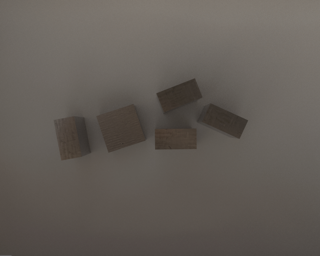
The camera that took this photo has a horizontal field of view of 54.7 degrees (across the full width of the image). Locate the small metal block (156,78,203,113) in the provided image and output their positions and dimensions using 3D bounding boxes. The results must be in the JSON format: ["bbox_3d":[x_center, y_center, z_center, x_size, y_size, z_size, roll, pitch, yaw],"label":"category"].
[{"bbox_3d":[0.023,-0.040,0.399,0.050,0.050,0.025,-22,90,0],"label":"small metal block"}]

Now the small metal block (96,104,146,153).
[{"bbox_3d":[-0.050,0.000,0.411,0.050,0.025,0.050,-18,90,-1],"label":"small metal block"}]

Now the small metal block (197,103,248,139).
[{"bbox_3d":[0.079,-0.009,0.400,0.050,0.050,0.025,24,90,-1],"label":"small metal block"}]

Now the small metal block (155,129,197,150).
[{"bbox_3d":[0.019,0.013,0.399,0.050,0.050,0.025,-1,90,-1],"label":"small metal block"}]

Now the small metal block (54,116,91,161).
[{"bbox_3d":[-0.111,0.012,0.397,0.025,0.050,0.050,-11,90,0],"label":"small metal block"}]
